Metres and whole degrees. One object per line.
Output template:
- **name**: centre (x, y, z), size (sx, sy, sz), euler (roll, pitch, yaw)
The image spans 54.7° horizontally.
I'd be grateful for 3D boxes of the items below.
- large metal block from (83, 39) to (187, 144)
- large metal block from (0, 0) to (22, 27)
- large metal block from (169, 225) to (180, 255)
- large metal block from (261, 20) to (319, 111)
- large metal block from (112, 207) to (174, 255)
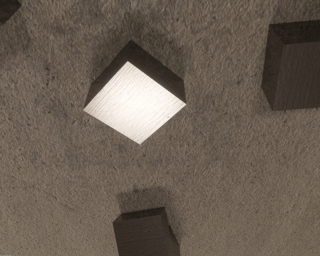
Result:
- **large metal block**: centre (-0.028, -0.039, 0.357), size (0.080, 0.050, 0.080), euler (34, 122, -26)
- **large metal block**: centre (-0.195, -0.120, 0.286), size (0.080, 0.050, 0.080), euler (-24, 127, 18)
- **large metal block**: centre (0.006, 0.243, 0.578), size (0.050, 0.080, 0.080), euler (-12, 129, 9)
- **large metal block**: centre (0.161, -0.068, 0.336), size (0.080, 0.050, 0.080), euler (-5, 130, 3)
- **large metal block**: centre (-0.027, 0.185, 0.521), size (0.080, 0.050, 0.080), euler (-12, 88, 9)
